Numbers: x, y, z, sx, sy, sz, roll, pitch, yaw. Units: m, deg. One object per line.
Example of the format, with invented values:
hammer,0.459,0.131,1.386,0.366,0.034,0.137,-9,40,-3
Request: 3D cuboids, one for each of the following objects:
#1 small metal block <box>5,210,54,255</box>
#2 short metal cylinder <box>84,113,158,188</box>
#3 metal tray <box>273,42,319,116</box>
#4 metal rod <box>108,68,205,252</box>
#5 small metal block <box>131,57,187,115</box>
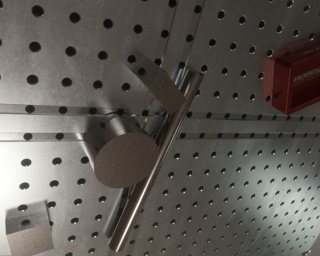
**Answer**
small metal block,-0.170,0.141,0.406,0.050,0.025,0.050,-11,123,-23
short metal cylinder,-0.049,0.028,0.387,0.081,0.050,0.079,-14,125,-21
metal tray,0.243,-0.084,0.491,0.131,0.030,0.089,-22,127,-16
metal rod,-0.012,0.057,0.441,0.025,0.025,0.298,11,113,-33
small metal block,-0.001,-0.050,0.365,0.025,0.050,0.050,-42,130,0
